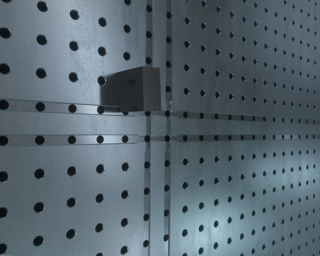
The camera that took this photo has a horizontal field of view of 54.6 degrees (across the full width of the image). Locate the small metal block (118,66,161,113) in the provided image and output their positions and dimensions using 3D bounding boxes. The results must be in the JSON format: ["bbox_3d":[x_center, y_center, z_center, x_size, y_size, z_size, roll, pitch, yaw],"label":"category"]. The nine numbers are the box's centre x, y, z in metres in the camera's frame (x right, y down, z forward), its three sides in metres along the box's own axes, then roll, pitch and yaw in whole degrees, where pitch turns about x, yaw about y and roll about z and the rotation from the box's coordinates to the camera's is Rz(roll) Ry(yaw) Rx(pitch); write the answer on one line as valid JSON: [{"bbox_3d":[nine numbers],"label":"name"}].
[{"bbox_3d":[-0.025,-0.044,0.371,0.025,0.050,0.050,-4,93,-40],"label":"small metal block"}]
